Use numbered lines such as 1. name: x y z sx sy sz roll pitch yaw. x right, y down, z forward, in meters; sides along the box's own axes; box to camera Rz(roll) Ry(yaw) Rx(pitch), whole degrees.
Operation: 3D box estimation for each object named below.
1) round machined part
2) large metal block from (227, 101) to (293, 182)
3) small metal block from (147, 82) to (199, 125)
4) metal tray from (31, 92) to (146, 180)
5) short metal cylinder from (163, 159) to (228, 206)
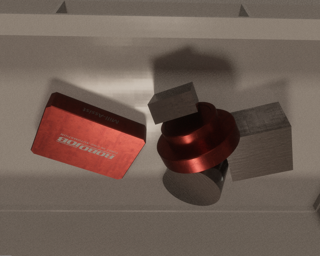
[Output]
1. round machined part: 0.040 0.005 0.367 0.098 0.098 0.042 -19 119 15
2. large metal block: 0.126 0.020 0.412 0.080 0.050 0.080 -13 129 10
3. small metal block: 0.017 -0.030 0.364 0.050 0.050 0.025 -17 106 13
4. metal tray: -0.095 0.015 0.417 0.131 0.030 0.089 21 127 -18
5. short metal cylinder: 0.050 0.064 0.431 0.080 0.050 0.079 15 137 14
